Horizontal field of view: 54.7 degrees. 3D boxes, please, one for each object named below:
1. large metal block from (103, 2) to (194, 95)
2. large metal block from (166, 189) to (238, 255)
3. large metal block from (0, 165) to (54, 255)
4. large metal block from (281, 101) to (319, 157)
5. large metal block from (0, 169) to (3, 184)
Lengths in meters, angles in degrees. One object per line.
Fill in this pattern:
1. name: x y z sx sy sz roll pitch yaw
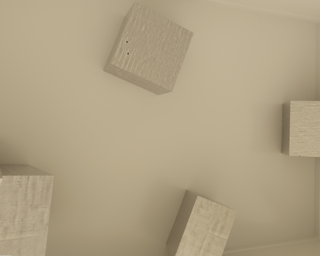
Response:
1. large metal block: -0.015 -0.096 0.391 0.080 0.050 0.080 22 83 -19
2. large metal block: 0.049 0.129 0.394 0.050 0.080 0.080 22 82 -2
3. large metal block: -0.153 0.082 0.319 0.050 0.080 0.080 7 88 -40
4. large metal block: 0.231 0.002 0.465 0.080 0.050 0.080 1 90 9
5. large metal block: -0.193 0.041 0.269 0.080 0.080 0.050 18 100 -38
